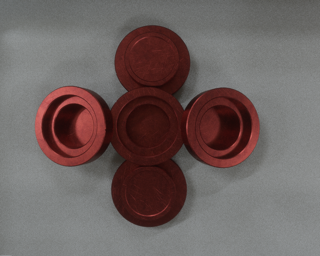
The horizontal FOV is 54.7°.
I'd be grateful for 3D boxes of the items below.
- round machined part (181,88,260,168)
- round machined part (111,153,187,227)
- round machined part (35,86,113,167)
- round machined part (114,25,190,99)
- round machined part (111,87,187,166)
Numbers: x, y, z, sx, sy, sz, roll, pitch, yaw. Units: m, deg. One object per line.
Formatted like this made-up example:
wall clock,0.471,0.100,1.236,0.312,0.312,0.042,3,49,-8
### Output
round machined part,0.072,0.000,0.393,0.099,0.042,0.097,0,90,-17
round machined part,-0.014,0.080,0.401,0.099,0.042,0.097,0,90,0
round machined part,-0.103,-0.002,0.392,0.098,0.042,0.097,0,90,17
round machined part,-0.010,-0.085,0.401,0.099,0.042,0.097,0,90,0
round machined part,-0.016,-0.002,0.400,0.099,0.042,0.097,0,90,0
